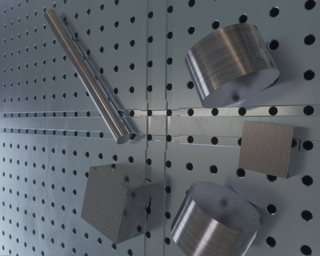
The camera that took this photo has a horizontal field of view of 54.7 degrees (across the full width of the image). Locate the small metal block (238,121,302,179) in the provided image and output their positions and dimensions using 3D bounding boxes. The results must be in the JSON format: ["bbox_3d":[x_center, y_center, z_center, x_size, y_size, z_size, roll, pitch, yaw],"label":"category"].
[{"bbox_3d":[0.112,0.020,0.317,0.050,0.025,0.050,10,96,39],"label":"small metal block"}]

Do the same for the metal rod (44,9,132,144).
[{"bbox_3d":[-0.127,-0.097,0.513,0.025,0.025,0.299,-48,62,29],"label":"metal rod"}]

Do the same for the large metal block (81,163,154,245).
[{"bbox_3d":[-0.063,0.105,0.445,0.080,0.050,0.079,20,103,38],"label":"large metal block"}]

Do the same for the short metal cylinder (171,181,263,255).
[{"bbox_3d":[0.058,0.100,0.325,0.080,0.081,0.050,36,112,34],"label":"short metal cylinder"}]

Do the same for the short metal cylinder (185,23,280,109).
[{"bbox_3d":[0.072,-0.060,0.314,0.080,0.081,0.050,-31,71,36],"label":"short metal cylinder"}]
